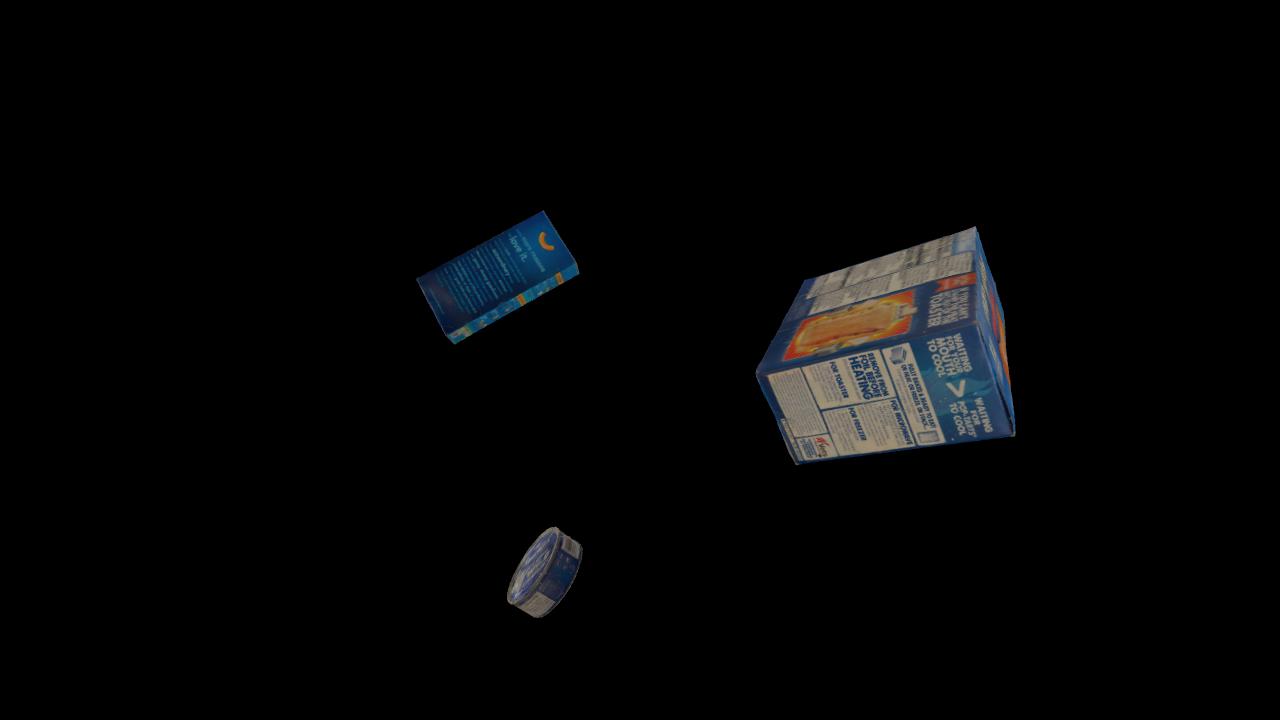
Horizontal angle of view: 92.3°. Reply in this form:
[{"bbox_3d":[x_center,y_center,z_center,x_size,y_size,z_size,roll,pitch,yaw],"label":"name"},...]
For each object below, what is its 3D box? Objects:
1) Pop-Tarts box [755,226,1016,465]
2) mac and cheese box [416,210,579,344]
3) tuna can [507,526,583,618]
[{"bbox_3d":[0.182,-0.012,0.450,0.141,0.083,0.167,-16,21,34],"label":"Pop-Tarts box"},{"bbox_3d":[-0.180,-0.106,0.785,0.184,0.093,0.041,-30,-18,-8],"label":"mac and cheese box"},{"bbox_3d":[-0.095,0.212,0.617,0.034,0.084,0.084,37,-11,-15],"label":"tuna can"}]
